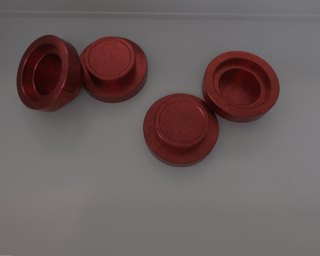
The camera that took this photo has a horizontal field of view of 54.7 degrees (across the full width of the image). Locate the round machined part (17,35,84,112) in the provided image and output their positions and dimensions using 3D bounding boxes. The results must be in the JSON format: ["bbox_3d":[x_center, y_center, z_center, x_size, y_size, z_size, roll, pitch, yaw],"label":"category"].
[{"bbox_3d":[-0.140,-0.068,0.409,0.098,0.042,0.097,-5,80,30],"label":"round machined part"}]

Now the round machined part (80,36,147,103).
[{"bbox_3d":[-0.067,-0.088,0.432,0.099,0.042,0.098,0,70,0],"label":"round machined part"}]

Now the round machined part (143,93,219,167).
[{"bbox_3d":[0.027,-0.001,0.401,0.099,0.042,0.098,0,70,0],"label":"round machined part"}]

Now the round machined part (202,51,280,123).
[{"bbox_3d":[0.105,-0.051,0.417,0.099,0.042,0.098,2,68,-4],"label":"round machined part"}]
